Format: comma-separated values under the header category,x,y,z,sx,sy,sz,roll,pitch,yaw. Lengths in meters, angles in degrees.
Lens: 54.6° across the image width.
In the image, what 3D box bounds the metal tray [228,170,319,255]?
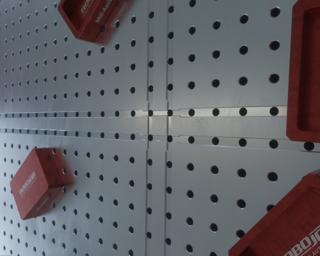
category,x,y,z,sx,sy,sz,roll,pitch,yaw
metal tray,0.138,0.115,0.292,0.090,0.030,0.129,49,119,29

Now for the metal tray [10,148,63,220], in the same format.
category,x,y,z,sx,sy,sz,roll,pitch,yaw
metal tray,-0.248,0.111,0.613,0.129,0.030,0.090,-46,63,30

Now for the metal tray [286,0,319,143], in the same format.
category,x,y,z,sx,sy,sz,roll,pitch,yaw
metal tray,0.164,-0.051,0.270,0.090,0.030,0.129,4,92,40

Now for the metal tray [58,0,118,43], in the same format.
category,x,y,z,sx,sy,sz,roll,pitch,yaw
metal tray,-0.109,-0.216,0.497,0.129,0.030,0.090,-49,61,29
